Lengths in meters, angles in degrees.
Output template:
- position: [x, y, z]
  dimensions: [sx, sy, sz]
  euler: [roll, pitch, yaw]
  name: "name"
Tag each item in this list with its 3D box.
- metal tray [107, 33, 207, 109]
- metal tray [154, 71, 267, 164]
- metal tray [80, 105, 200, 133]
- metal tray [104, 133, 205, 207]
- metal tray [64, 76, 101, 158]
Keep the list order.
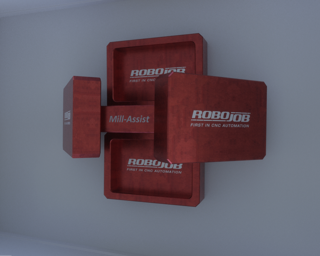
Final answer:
- position: [-0.005, -0.070, 0.408]
  dimensions: [0.130, 0.030, 0.089]
  euler: [0, 90, 19]
  name: "metal tray"
- position: [0.059, -0.009, 0.339]
  dimensions: [0.030, 0.131, 0.089]
  euler: [1, 90, 62]
  name: "metal tray"
- position: [-0.019, -0.010, 0.381]
  dimensions: [0.130, 0.090, 0.030]
  euler: [1, 90, 19]
  name: "metal tray"
- position: [-0.009, 0.050, 0.407]
  dimensions: [0.130, 0.030, 0.089]
  euler: [1, 90, 19]
  name: "metal tray"
- position: [-0.103, -0.012, 0.396]
  dimensions: [0.030, 0.130, 0.089]
  euler: [1, 90, -22]
  name: "metal tray"
